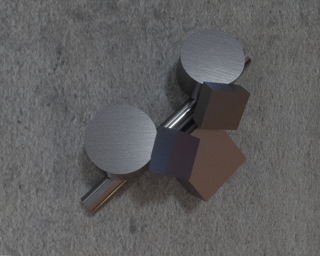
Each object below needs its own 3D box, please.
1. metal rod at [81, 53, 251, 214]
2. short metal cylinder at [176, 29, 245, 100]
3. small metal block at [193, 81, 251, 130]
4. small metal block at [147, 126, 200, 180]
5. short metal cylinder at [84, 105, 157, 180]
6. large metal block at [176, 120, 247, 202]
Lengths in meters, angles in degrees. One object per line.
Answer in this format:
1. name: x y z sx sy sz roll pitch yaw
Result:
1. metal rod: 0.018 -0.003 0.418 0.301 0.025 0.025 -43 104 -15
2. short metal cylinder: 0.064 -0.081 0.406 0.081 0.050 0.080 1 72 -4
3. small metal block: 0.073 -0.026 0.372 0.050 0.025 0.050 2 120 -20
4. small metal block: 0.017 0.029 0.352 0.050 0.025 0.050 22 82 -51
5. short metal cylinder: -0.045 0.019 0.366 0.081 0.050 0.080 1 72 -4
6. large metal block: 0.054 0.037 0.416 0.080 0.050 0.080 -43 104 -15
